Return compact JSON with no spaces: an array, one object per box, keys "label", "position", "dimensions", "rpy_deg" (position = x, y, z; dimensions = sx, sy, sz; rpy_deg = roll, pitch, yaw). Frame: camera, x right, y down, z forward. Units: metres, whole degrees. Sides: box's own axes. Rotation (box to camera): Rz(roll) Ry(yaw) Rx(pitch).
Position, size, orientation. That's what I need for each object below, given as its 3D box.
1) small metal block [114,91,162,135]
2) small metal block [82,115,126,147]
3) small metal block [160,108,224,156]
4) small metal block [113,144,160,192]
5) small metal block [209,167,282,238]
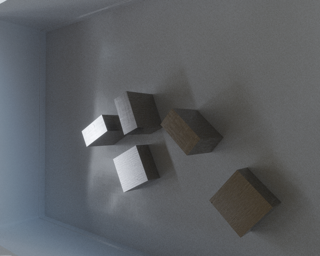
[{"label":"small metal block","position":[-0.028,-0.019,0.412],"dimensions":[0.025,0.050,0.050],"rpy_deg":[-28,73,36]},{"label":"small metal block","position":[-0.076,0.004,0.451],"dimensions":[0.050,0.050,0.025],"rpy_deg":[-34,69,34]},{"label":"small metal block","position":[0.037,0.004,0.358],"dimensions":[0.050,0.050,0.025],"rpy_deg":[50,119,28]},{"label":"small metal block","position":[-0.033,0.056,0.432],"dimensions":[0.050,0.025,0.050],"rpy_deg":[-32,70,35]},{"label":"small metal block","position":[0.090,0.079,0.331],"dimensions":[0.050,0.025,0.050],"rpy_deg":[49,119,28]}]
